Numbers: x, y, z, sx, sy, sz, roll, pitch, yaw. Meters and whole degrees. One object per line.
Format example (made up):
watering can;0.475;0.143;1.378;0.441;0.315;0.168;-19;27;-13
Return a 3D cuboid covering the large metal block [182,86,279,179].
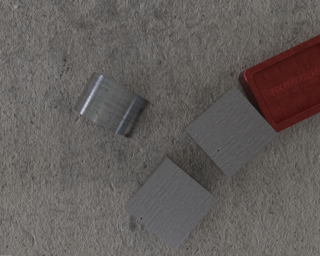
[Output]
large metal block;0.087;0.005;0.398;0.080;0.050;0.080;-42;90;0

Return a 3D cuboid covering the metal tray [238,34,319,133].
metal tray;0.183;-0.060;0.409;0.131;0.030;0.090;-26;90;0

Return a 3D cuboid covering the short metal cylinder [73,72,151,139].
short metal cylinder;-0.058;-0.028;0.382;0.080;0.080;0.050;28;90;0

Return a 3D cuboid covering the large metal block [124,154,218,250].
large metal block;0.014;0.091;0.398;0.080;0.050;0.080;40;90;0
